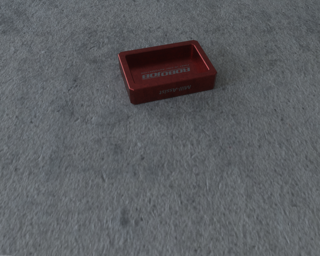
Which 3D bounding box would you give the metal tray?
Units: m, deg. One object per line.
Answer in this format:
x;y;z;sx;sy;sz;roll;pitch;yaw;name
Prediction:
0.009;-0.088;0.473;0.131;0.030;0.090;-12;51;-11;metal tray
